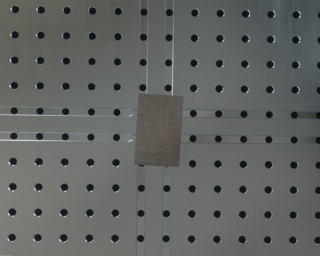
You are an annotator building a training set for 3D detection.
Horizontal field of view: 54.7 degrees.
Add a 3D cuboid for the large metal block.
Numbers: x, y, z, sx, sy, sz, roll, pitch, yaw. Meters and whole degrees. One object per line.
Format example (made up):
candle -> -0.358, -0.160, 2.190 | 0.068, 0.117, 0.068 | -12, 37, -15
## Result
large metal block -> -0.001, 0.002, 0.385 | 0.050, 0.080, 0.079 | 3, 90, 0
